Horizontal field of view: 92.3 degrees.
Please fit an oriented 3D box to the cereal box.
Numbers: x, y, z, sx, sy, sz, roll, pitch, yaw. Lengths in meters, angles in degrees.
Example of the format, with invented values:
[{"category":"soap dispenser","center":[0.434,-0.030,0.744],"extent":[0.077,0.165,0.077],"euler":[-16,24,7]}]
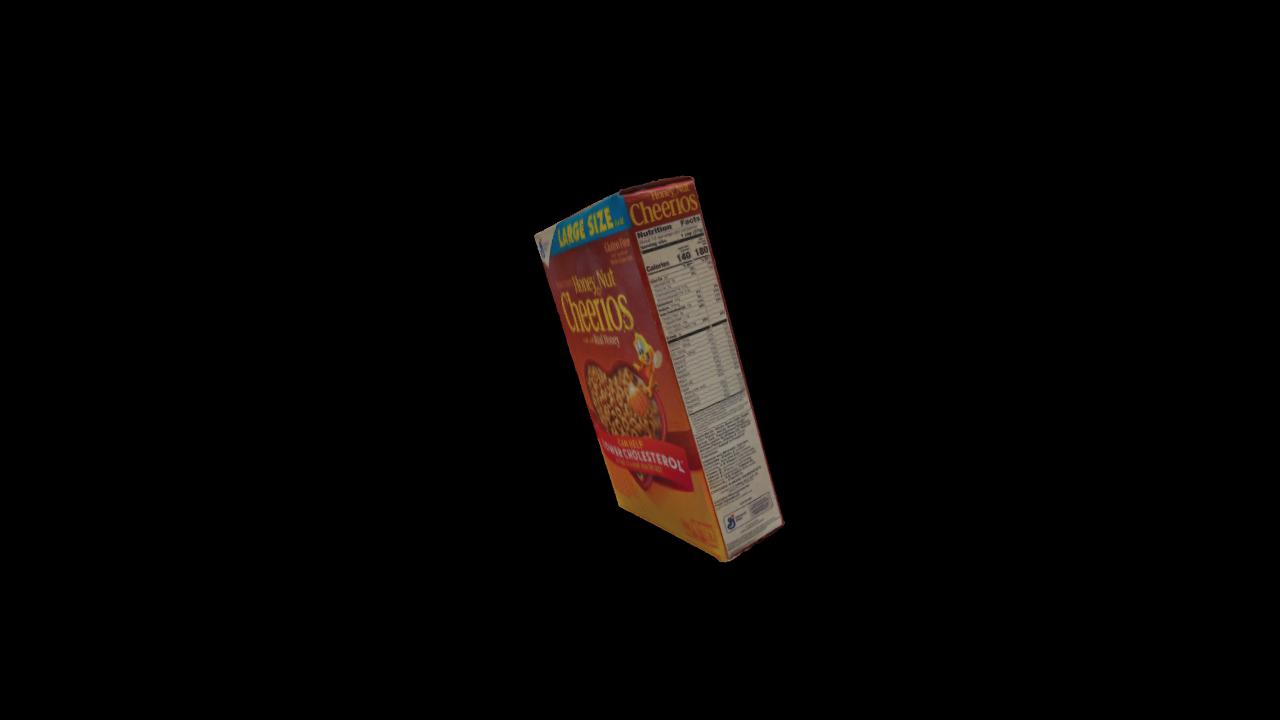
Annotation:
[{"category":"cereal box","center":[0.007,0.007,0.566],"extent":[0.081,0.306,0.203],"euler":[-22,12,-26]}]
